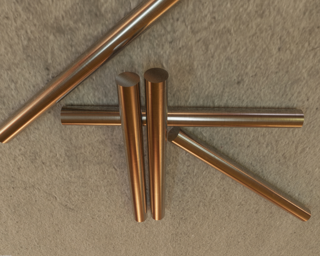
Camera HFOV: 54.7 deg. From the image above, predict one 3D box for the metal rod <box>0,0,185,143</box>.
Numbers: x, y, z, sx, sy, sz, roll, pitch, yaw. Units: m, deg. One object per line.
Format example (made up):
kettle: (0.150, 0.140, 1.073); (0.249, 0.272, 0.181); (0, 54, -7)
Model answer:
metal rod: (-0.093, -0.064, 0.351); (0.300, 0.025, 0.025); (-32, 123, 24)

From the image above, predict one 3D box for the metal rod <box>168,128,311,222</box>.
metal rod: (0.135, 0.079, 0.476); (0.301, 0.025, 0.025); (32, 123, -25)

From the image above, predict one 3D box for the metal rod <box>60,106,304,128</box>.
metal rod: (0.029, -0.014, 0.395); (0.302, 0.025, 0.025); (1, 130, -2)

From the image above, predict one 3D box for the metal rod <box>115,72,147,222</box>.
metal rod: (-0.033, 0.051, 0.426); (0.025, 0.025, 0.298); (0, 137, 0)

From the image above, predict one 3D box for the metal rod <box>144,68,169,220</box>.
metal rod: (-0.004, 0.047, 0.423); (0.025, 0.025, 0.298); (0, 138, 0)
